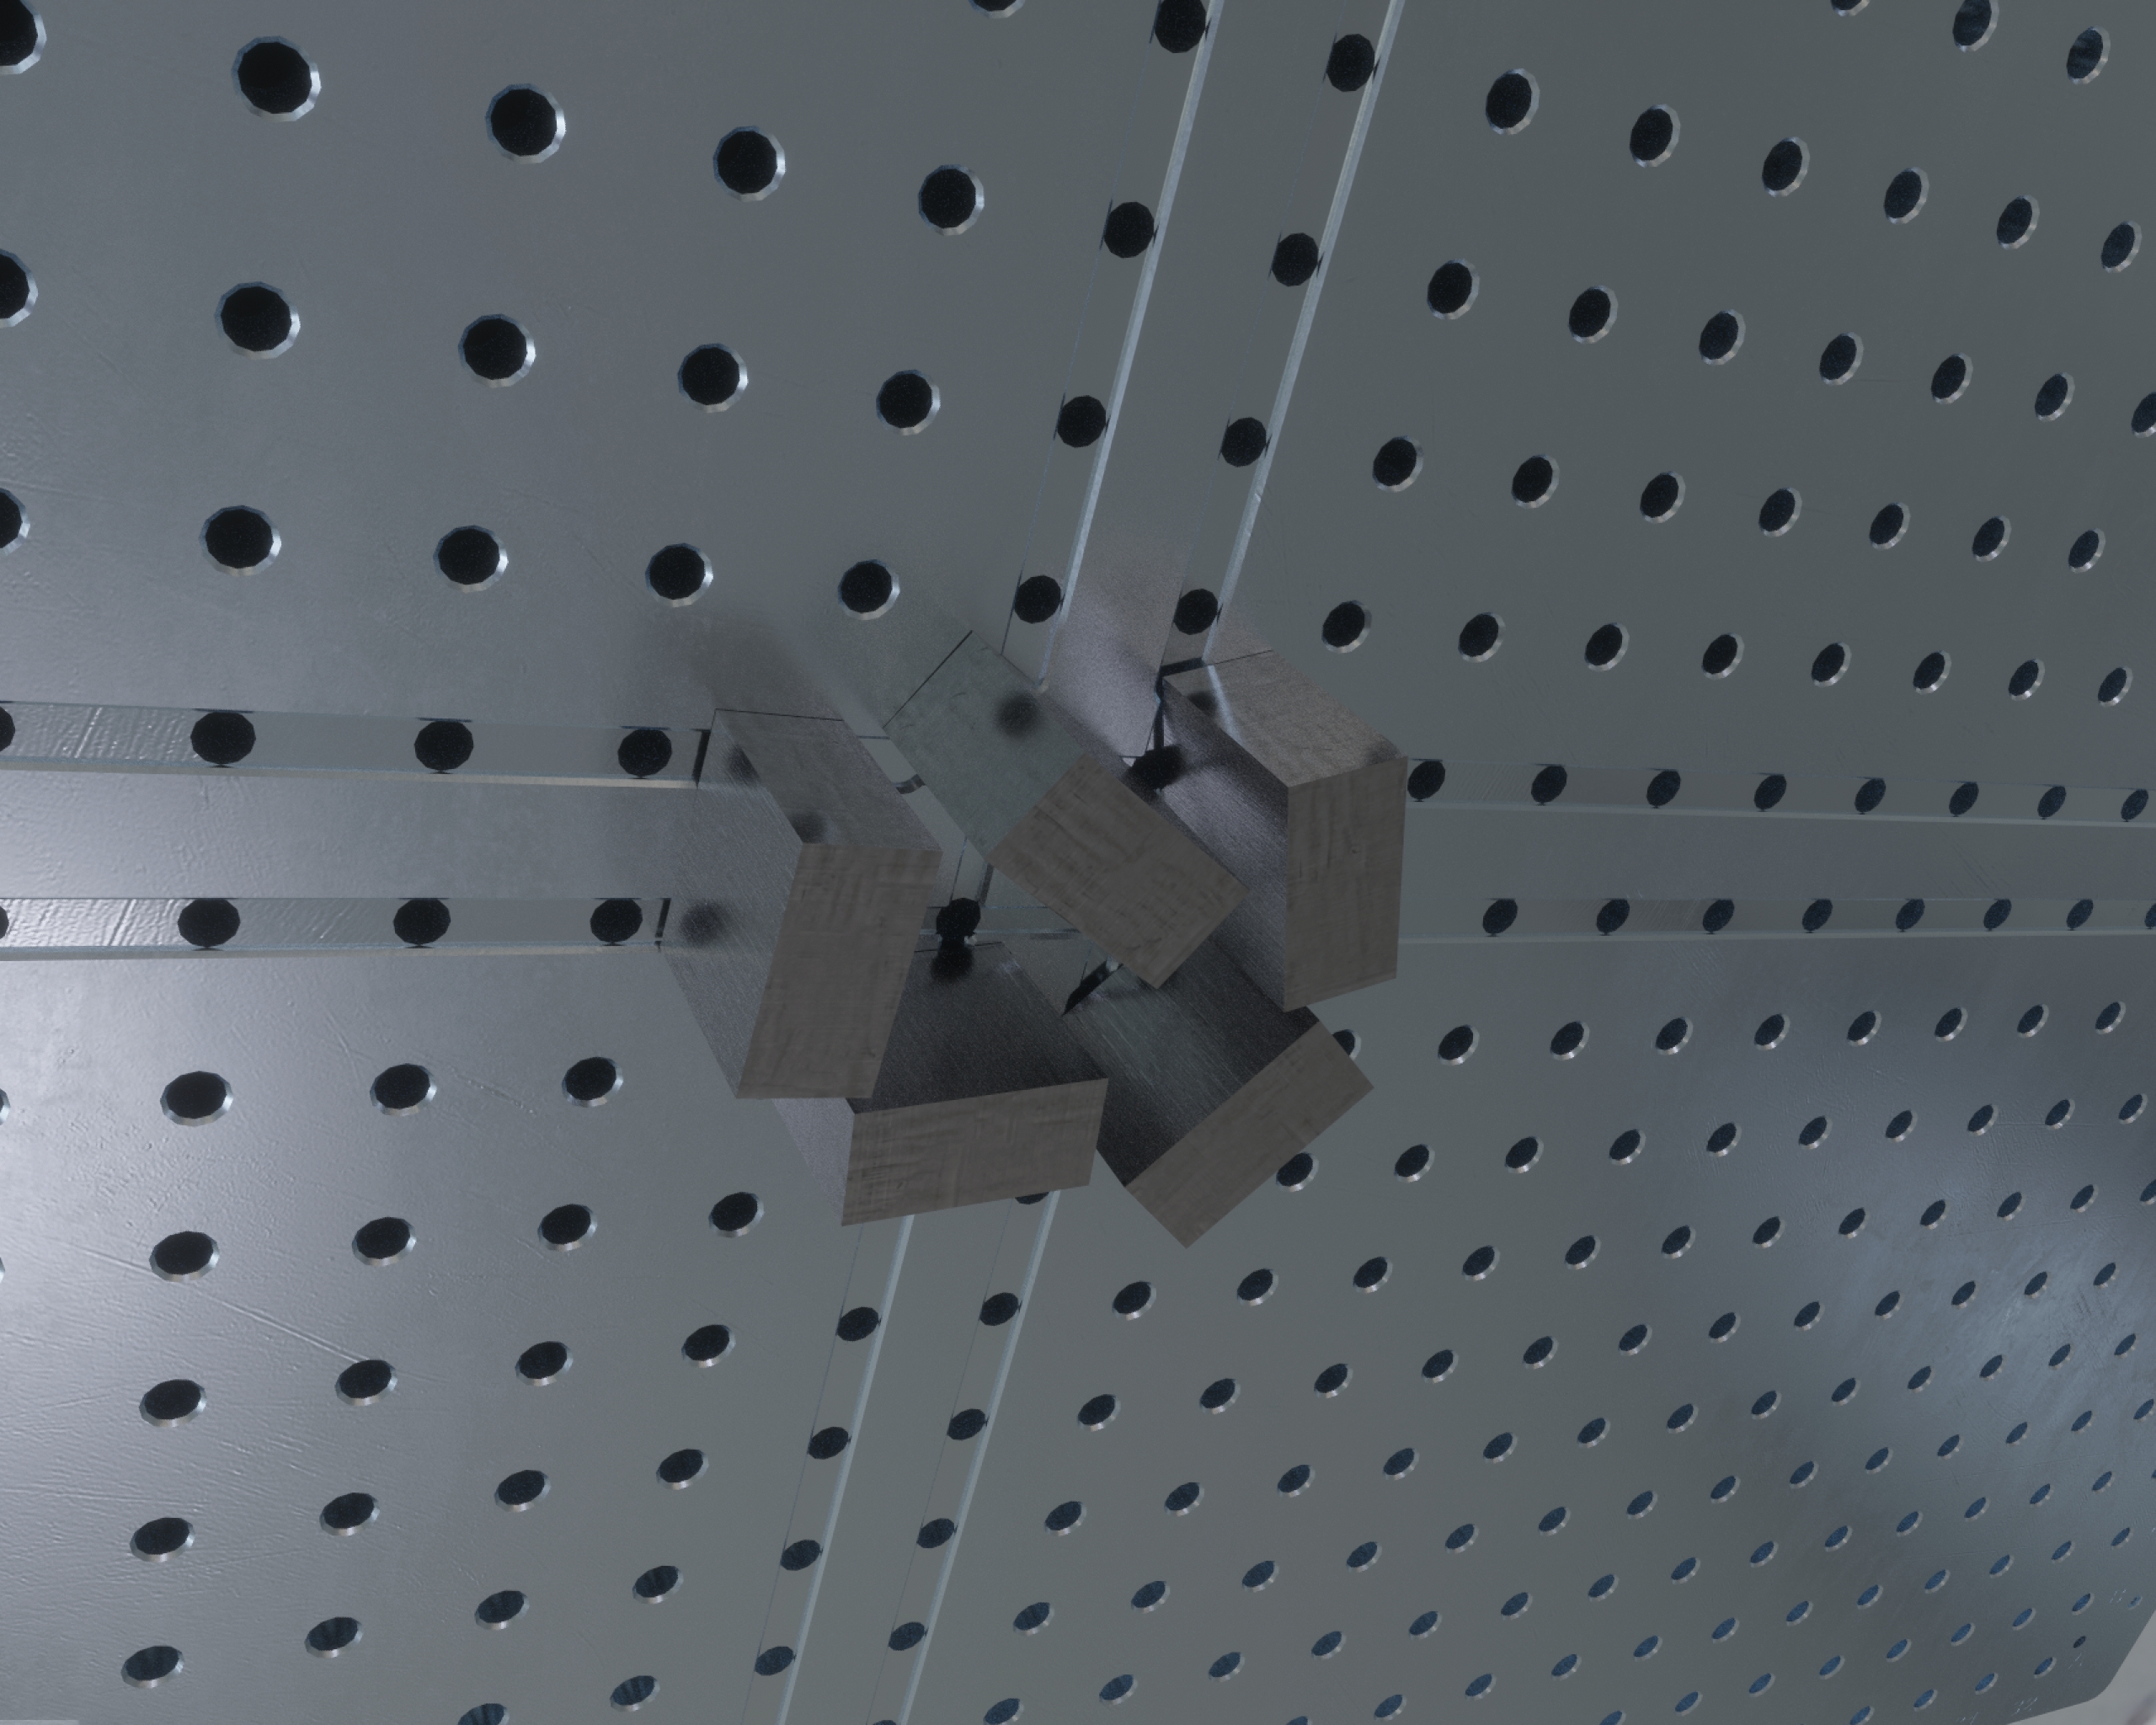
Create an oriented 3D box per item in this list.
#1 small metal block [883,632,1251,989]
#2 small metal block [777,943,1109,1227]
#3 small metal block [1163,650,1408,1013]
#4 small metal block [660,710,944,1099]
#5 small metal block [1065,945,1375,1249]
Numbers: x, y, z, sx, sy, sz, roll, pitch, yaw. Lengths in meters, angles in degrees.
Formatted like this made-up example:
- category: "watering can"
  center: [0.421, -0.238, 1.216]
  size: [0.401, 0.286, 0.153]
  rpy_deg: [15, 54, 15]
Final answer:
- category: "small metal block"
  center: [-0.002, -0.010, 0.387]
  size: [0.025, 0.050, 0.050]
  rpy_deg: [-47, 130, 6]
- category: "small metal block"
  center: [-0.029, 0.041, 0.404]
  size: [0.050, 0.050, 0.025]
  rpy_deg: [-5, 121, -26]
- category: "small metal block"
  center: [0.040, -0.007, 0.411]
  size: [0.025, 0.050, 0.050]
  rpy_deg: [-15, 124, -20]
- category: "small metal block"
  center: [-0.051, 0.007, 0.371]
  size: [0.025, 0.050, 0.050]
  rpy_deg: [4, 117, -30]
- category: "small metal block"
  center: [0.024, 0.043, 0.433]
  size: [0.050, 0.050, 0.025]
  rpy_deg: [-41, 128, -1]
